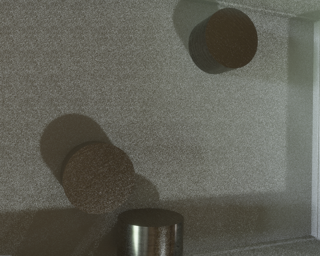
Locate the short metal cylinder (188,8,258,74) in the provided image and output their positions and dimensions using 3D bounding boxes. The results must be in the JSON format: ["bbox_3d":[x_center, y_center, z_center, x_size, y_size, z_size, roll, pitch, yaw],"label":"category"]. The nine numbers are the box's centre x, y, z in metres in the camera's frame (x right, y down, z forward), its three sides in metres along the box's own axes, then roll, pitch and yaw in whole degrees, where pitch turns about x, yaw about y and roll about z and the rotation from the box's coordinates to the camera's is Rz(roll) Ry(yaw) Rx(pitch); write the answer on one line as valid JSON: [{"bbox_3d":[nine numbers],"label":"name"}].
[{"bbox_3d":[0.087,-0.118,0.431,0.081,0.050,0.079,0,90,-21],"label":"short metal cylinder"}]

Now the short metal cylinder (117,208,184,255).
[{"bbox_3d":[-0.012,0.133,0.378,0.081,0.080,0.050,2,90,-20],"label":"short metal cylinder"}]

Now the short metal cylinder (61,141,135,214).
[{"bbox_3d":[-0.076,0.056,0.370,0.081,0.050,0.079,0,90,-21],"label":"short metal cylinder"}]
